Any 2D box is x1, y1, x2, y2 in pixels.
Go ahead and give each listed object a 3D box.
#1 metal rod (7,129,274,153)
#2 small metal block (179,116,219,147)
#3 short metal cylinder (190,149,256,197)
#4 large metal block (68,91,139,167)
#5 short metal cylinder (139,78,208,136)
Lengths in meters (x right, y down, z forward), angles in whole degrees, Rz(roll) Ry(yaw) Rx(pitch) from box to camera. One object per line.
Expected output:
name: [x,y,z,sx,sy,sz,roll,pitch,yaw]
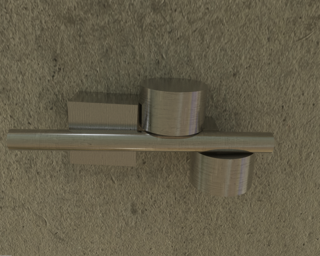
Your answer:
metal rod: [-0.020,0.015,0.362,0.302,0.025,0.025,1,110,-2]
small metal block: [0.045,0.004,0.399,0.050,0.050,0.025,1,110,-1]
short metal cylinder: [0.079,0.045,0.399,0.081,0.080,0.050,0,110,-1]
large metal block: [-0.068,0.000,0.393,0.081,0.050,0.079,3,110,-2]
short metal cylinder: [0.015,-0.028,0.372,0.081,0.080,0.050,2,110,-1]
